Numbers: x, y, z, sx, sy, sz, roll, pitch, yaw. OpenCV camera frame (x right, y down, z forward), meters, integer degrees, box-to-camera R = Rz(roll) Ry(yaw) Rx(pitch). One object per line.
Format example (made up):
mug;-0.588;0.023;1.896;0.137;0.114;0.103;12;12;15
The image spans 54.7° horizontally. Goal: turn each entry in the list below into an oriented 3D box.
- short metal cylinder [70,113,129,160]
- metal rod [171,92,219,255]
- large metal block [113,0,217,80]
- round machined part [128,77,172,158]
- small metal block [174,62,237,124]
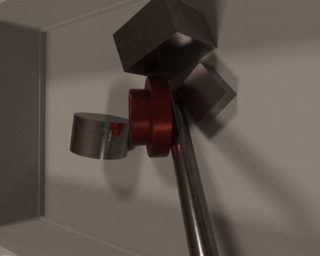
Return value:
short metal cylinder;-0.083;0.010;0.437;0.080;0.081;0.050;15;100;38
metal rod;0.033;0.076;0.299;0.025;0.025;0.300;-41;41;32
large metal block;0.006;-0.102;0.364;0.080;0.081;0.050;-29;72;36
round machined part;-0.015;-0.013;0.372;0.098;0.042;0.097;179;89;-82
small metal block;0.052;-0.040;0.362;0.050;0.025;0.050;-49;61;28
